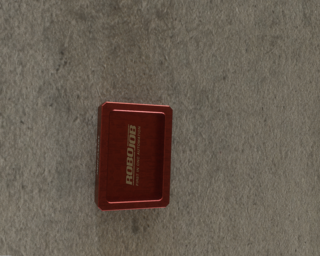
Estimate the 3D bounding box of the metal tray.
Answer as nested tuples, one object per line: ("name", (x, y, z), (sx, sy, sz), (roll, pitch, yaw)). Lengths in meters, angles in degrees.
("metal tray", (-0.033, 0.035, 0.393), (0.091, 0.030, 0.129), (2, 89, -20))
